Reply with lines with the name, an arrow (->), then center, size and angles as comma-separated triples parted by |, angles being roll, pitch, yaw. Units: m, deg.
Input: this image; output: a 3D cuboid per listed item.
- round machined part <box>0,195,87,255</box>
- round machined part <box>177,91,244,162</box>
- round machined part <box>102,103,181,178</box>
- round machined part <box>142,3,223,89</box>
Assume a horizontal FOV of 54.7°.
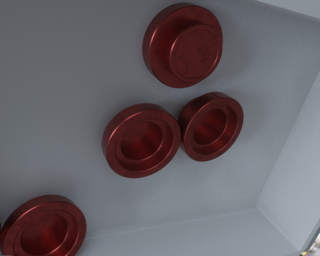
round machined part -> -0.147, 0.129, 0.387 | 0.099, 0.042, 0.097 | -13, 111, -35
round machined part -> 0.064, -0.006, 0.428 | 0.099, 0.042, 0.097 | -16, 125, -24
round machined part -> -0.026, 0.012, 0.392 | 0.099, 0.042, 0.097 | -14, 124, -21
round machined part -> 0.033, -0.091, 0.361 | 0.099, 0.042, 0.097 | -14, 125, -21
